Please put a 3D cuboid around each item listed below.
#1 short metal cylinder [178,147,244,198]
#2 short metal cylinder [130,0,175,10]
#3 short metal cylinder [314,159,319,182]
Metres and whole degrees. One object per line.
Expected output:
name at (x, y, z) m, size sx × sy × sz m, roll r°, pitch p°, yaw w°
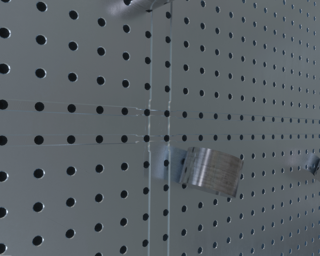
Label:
short metal cylinder at (0.071, 0.063, 0.433) m, size 0.080 × 0.080 × 0.050 m, roll 26°, pitch 74°, yaw -37°
short metal cylinder at (-0.006, -0.195, 0.387) m, size 0.081 × 0.050 × 0.079 m, roll 0°, pitch 90°, yaw -40°
short metal cylinder at (0.407, 0.099, 0.714) m, size 0.080 × 0.080 × 0.050 m, roll 49°, pitch 61°, yaw -29°
